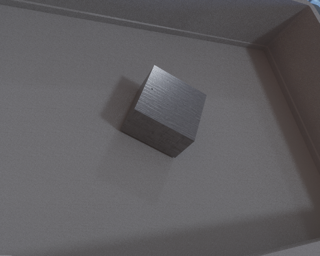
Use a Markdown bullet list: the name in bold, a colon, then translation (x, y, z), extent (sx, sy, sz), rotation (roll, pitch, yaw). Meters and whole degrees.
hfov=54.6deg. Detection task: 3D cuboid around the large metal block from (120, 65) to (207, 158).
- **large metal block**: translation (0.006, -0.021, 0.401), extent (0.080, 0.050, 0.080), rotation (28, 52, -11)
